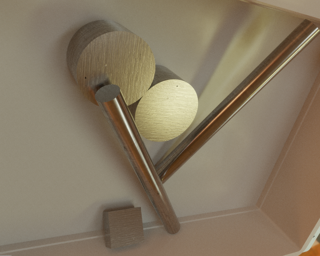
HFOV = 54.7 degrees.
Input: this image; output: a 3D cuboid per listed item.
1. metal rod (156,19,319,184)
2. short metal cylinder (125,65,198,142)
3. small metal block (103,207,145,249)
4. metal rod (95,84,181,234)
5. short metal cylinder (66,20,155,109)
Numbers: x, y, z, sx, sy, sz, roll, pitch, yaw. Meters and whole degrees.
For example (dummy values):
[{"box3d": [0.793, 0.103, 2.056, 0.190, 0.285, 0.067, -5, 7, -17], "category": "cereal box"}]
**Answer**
[{"box3d": [0.083, -0.018, 0.412, 0.025, 0.025, 0.299, 30, 112, -38], "category": "metal rod"}, {"box3d": [-0.002, -0.030, 0.374, 0.081, 0.050, 0.079, -14, 125, -21], "category": "short metal cylinder"}, {"box3d": [-0.053, 0.144, 0.453, 0.050, 0.025, 0.050, -1, 78, -28], "category": "small metal block"}, {"box3d": [-0.014, 0.064, 0.399, 0.025, 0.025, 0.299, -30, 137, -9], "category": "metal rod"}, {"box3d": [-0.052, -0.067, 0.324, 0.081, 0.050, 0.079, -14, 124, -21], "category": "short metal cylinder"}]
